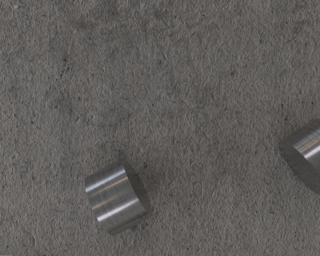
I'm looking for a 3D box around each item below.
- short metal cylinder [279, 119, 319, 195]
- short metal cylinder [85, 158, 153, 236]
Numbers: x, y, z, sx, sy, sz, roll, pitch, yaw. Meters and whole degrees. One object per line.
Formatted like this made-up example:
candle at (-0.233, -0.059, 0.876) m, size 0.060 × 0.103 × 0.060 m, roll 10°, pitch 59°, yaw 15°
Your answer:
short metal cylinder at (0.195, 0.035, 0.384) m, size 0.050 × 0.080 × 0.080 m, roll -34°, pitch 90°, yaw 0°
short metal cylinder at (-0.050, 0.084, 0.382) m, size 0.050 × 0.080 × 0.080 m, roll -28°, pitch 90°, yaw 0°
